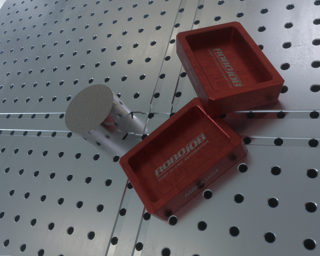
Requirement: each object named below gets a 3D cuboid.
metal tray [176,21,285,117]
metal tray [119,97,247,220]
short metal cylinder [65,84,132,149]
[{"bbox_3d":[0.081,-0.079,0.389,0.091,0.030,0.130,-14,52,-7],"label":"metal tray"},{"bbox_3d":[0.024,0.034,0.371,0.130,0.030,0.090,-39,51,1],"label":"metal tray"},{"bbox_3d":[-0.089,-0.016,0.449,0.080,0.050,0.080,-13,56,21],"label":"short metal cylinder"}]
